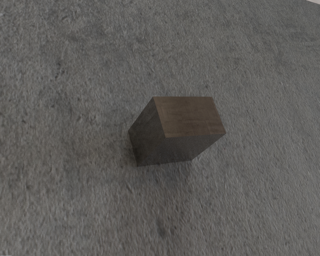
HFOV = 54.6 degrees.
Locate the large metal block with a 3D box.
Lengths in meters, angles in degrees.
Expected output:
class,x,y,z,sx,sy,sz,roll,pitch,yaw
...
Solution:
class,x,y,z,sx,sy,sz,roll,pitch,yaw
large metal block,0.018,0.005,0.375,0.081,0.080,0.050,-3,63,-30
